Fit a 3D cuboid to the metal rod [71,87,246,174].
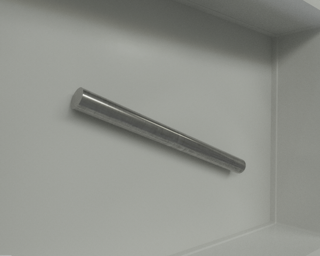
[{"bbox_3d":[0.021,0.016,0.421,0.302,0.025,0.025,23,75,-37],"label":"metal rod"}]
